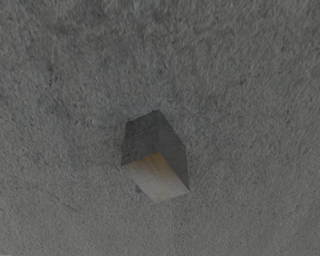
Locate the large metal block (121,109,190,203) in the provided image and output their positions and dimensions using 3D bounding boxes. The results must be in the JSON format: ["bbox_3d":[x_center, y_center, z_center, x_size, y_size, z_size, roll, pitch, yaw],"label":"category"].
[{"bbox_3d":[-0.004,0.036,0.402,0.050,0.080,0.080,-23,127,18],"label":"large metal block"}]
